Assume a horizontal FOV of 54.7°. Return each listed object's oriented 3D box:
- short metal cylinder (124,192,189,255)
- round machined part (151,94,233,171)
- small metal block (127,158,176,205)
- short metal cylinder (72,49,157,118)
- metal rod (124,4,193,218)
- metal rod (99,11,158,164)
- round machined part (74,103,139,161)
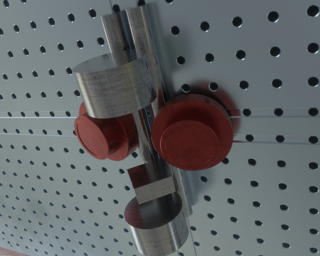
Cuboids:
[{"bbox_3d":[-0.004,0.129,0.430,0.080,0.080,0.050,1,119,28],"label":"short metal cylinder"},{"bbox_3d":[0.037,0.012,0.371,0.098,0.042,0.097,4,118,9],"label":"round machined part"},{"bbox_3d":[-0.013,0.070,0.415,0.050,0.050,0.025,-17,116,-10],"label":"small metal block"},{"bbox_3d":[-0.048,-0.051,0.341,0.080,0.080,0.050,1,119,28],"label":"short metal cylinder"},{"bbox_3d":[0.005,-0.003,0.406,0.025,0.025,0.298,1,119,28],"label":"metal rod"},{"bbox_3d":[-0.026,-0.002,0.423,0.025,0.025,0.298,1,119,28],"label":"metal rod"},{"bbox_3d":[-0.080,0.005,0.430,0.098,0.042,0.097,24,132,30],"label":"round machined part"}]
